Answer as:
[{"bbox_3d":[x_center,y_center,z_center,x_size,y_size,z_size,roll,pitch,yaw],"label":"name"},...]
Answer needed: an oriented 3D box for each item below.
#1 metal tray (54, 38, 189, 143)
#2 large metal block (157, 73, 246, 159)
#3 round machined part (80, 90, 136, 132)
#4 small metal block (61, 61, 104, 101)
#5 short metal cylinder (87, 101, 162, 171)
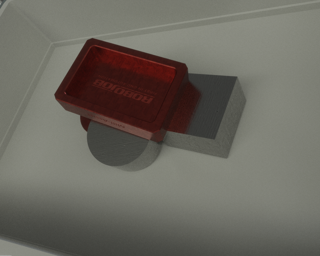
[{"bbox_3d":[-0.043,-0.047,0.360,0.130,0.030,0.090,19,70,14],"label":"metal tray"},{"bbox_3d":[0.048,-0.017,0.370,0.080,0.050,0.080,10,67,32],"label":"large metal block"},{"bbox_3d":[-0.076,-0.034,0.452,0.098,0.042,0.098,-13,56,20],"label":"round machined part"},{"bbox_3d":[-0.096,-0.055,0.416,0.025,0.050,0.050,13,68,33],"label":"small metal block"},{"bbox_3d":[-0.043,0.012,0.386,0.080,0.050,0.080,-4,74,15],"label":"short metal cylinder"}]
